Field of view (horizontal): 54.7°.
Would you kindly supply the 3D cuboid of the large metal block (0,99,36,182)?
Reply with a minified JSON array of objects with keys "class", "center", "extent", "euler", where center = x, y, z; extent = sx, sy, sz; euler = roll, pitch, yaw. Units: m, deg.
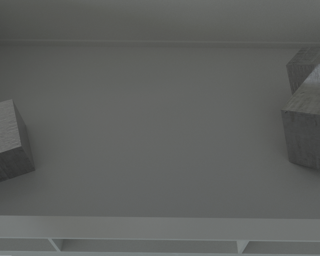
[{"class":"large metal block","center":[-0.204,0.020,0.370],"extent":[0.081,0.050,0.080],"euler":[-19,53,-15]}]

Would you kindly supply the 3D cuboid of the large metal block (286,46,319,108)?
[{"class":"large metal block","center":[0.221,-0.059,0.402],"extent":[0.080,0.080,0.050],"euler":[10,44,47]}]

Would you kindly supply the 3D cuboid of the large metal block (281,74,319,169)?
[{"class":"large metal block","center":[0.191,-0.008,0.368],"extent":[0.050,0.080,0.080],"euler":[14,46,45]}]
